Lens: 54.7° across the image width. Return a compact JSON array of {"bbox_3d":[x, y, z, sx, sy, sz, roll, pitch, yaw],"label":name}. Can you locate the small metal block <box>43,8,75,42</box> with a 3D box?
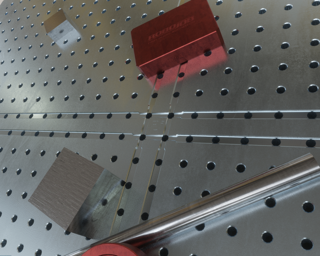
[{"bbox_3d":[-0.212,-0.215,0.649,0.050,0.025,0.050,-34,52,5],"label":"small metal block"}]

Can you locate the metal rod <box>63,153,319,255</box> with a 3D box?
[{"bbox_3d":[0.021,0.100,0.335,0.301,0.025,0.025,-26,53,11],"label":"metal rod"}]

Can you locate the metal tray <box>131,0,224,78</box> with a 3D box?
[{"bbox_3d":[0.023,-0.141,0.479,0.130,0.030,0.090,-22,54,14],"label":"metal tray"}]

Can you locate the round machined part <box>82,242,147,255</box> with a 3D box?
[{"bbox_3d":[-0.043,0.167,0.309,0.098,0.042,0.098,-8,68,20],"label":"round machined part"}]

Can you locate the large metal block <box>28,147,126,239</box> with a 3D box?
[{"bbox_3d":[-0.105,0.081,0.396,0.080,0.050,0.080,20,72,35],"label":"large metal block"}]
